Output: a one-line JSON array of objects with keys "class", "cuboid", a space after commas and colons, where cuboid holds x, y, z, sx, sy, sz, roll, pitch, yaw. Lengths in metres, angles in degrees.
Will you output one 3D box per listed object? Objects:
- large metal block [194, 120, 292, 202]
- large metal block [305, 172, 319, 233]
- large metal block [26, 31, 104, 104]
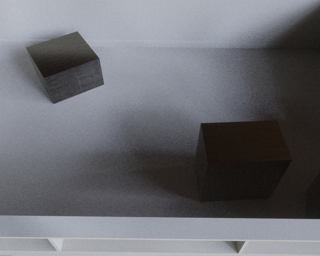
[{"class": "large metal block", "cuboid": [0.084, 0.038, 0.338, 0.081, 0.080, 0.050, -2, 50, -2]}, {"class": "large metal block", "cuboid": [0.201, 0.074, 0.308, 0.080, 0.080, 0.050, 15, 52, 12]}, {"class": "large metal block", "cuboid": [-0.141, -0.093, 0.466, 0.081, 0.050, 0.080, -26, 55, -20]}]
